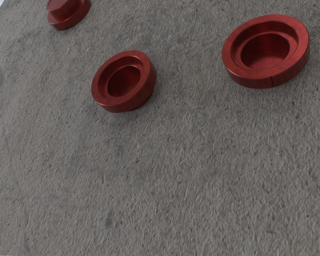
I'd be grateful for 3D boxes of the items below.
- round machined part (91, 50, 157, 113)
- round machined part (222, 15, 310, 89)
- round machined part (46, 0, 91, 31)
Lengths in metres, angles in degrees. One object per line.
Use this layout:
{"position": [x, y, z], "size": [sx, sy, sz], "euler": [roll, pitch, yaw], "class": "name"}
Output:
{"position": [-0.049, -0.064, 0.458], "size": [0.098, 0.042, 0.098], "euler": [-13, 56, 21], "class": "round machined part"}
{"position": [0.129, -0.087, 0.379], "size": [0.098, 0.042, 0.098], "euler": [-13, 56, 21], "class": "round machined part"}
{"position": [-0.200, -0.258, 0.657], "size": [0.098, 0.042, 0.098], "euler": [-13, 56, 21], "class": "round machined part"}
